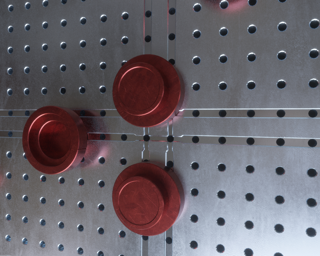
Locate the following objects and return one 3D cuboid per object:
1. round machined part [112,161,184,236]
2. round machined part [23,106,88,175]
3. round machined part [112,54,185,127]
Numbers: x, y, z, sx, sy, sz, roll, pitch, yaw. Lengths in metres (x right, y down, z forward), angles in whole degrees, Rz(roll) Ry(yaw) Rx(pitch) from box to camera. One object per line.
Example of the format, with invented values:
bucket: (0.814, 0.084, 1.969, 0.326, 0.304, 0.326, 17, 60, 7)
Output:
round machined part: (-0.021, 0.095, 0.411, 0.098, 0.042, 0.097, 0, 90, 20)
round machined part: (-0.149, 0.017, 0.457, 0.098, 0.042, 0.097, 0, 90, 20)
round machined part: (-0.020, -0.050, 0.411, 0.098, 0.042, 0.097, 0, 90, 20)
